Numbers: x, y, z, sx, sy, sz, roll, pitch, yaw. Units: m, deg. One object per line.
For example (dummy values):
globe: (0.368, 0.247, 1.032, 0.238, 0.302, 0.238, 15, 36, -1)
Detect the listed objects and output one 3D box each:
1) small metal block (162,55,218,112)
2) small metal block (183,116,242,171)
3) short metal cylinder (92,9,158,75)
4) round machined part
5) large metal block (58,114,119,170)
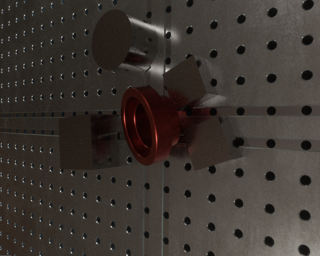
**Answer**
small metal block: (0.036, -0.053, 0.378, 0.050, 0.025, 0.050, -27, 73, 36)
small metal block: (0.060, 0.018, 0.359, 0.050, 0.025, 0.050, -25, 75, 37)
short metal cylinder: (-0.050, -0.117, 0.432, 0.080, 0.050, 0.079, 0, 90, 39)
round machined part: (-0.010, -0.005, 0.389, 0.098, 0.042, 0.097, 35, 131, 52)
large metal block: (-0.112, 0.022, 0.483, 0.080, 0.050, 0.080, -5, 87, 39)
